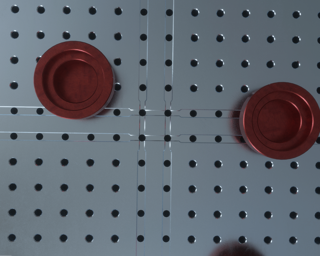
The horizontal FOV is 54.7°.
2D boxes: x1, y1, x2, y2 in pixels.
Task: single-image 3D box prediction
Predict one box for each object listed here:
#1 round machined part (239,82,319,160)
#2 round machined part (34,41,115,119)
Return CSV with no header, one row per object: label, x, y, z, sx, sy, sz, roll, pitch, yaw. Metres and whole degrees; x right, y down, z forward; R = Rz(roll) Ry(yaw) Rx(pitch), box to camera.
round machined part,0.153,-0.009,0.407,0.099,0.042,0.097,0,90,-1
round machined part,-0.107,-0.060,0.403,0.099,0.042,0.097,0,90,-1
